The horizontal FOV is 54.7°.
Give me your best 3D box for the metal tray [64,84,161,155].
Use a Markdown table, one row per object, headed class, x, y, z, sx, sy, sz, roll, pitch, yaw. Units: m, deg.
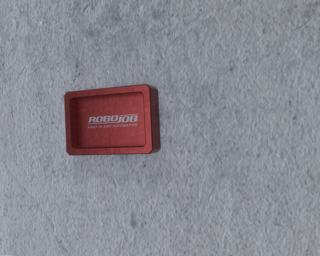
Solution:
| class | x | y | z | sx | sy | sz | roll | pitch | yaw |
| --- | --- | --- | --- | --- | --- | --- | --- | --- | --- |
| metal tray | -0.067 | -0.009 | 0.428 | 0.130 | 0.030 | 0.089 | -3 | 89 | 19 |
